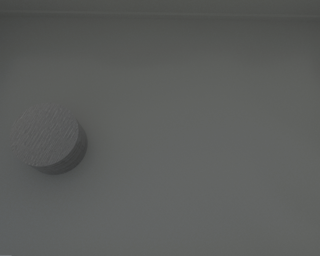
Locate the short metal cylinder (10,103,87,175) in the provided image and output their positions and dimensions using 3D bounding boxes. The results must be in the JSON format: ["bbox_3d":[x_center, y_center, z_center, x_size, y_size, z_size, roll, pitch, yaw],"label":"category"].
[{"bbox_3d":[-0.137,0.015,0.389,0.081,0.050,0.080,0,70,0],"label":"short metal cylinder"}]
